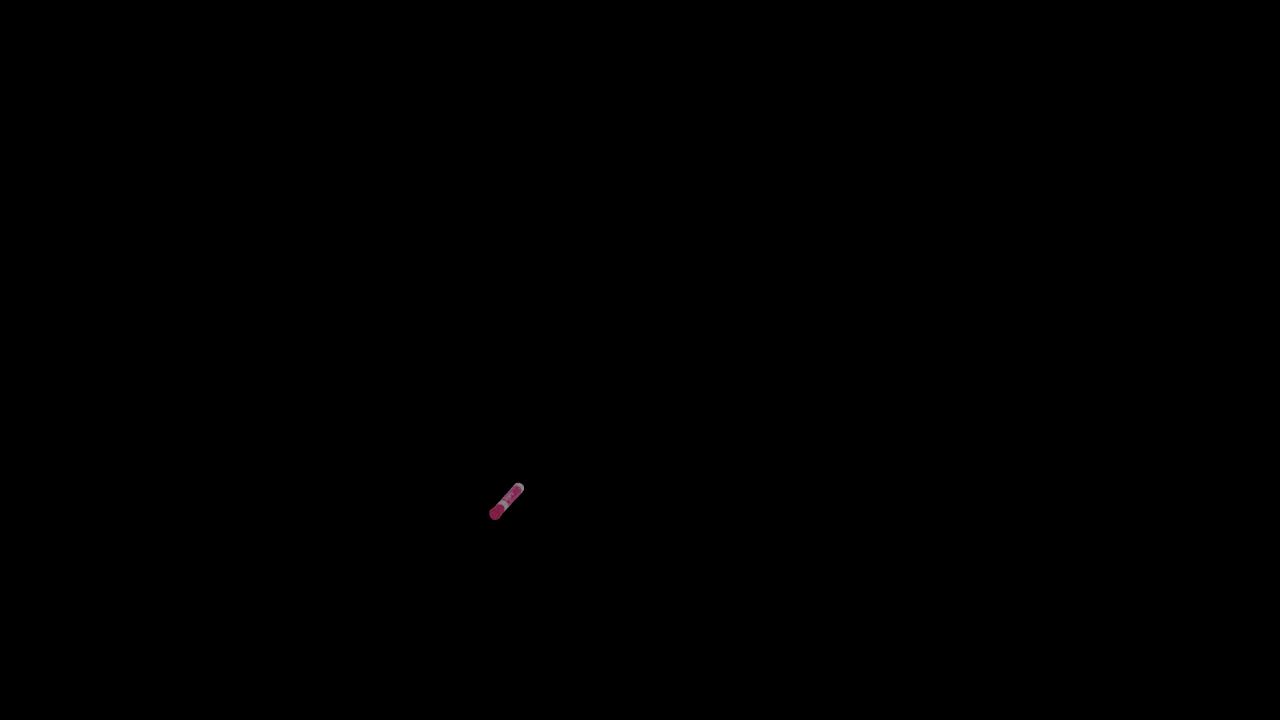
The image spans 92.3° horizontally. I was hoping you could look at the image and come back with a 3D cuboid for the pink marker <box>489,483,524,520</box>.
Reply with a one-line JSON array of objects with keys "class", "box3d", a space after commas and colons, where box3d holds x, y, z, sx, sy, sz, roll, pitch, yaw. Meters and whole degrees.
[{"class": "pink marker", "box3d": [-0.214, 0.227, 0.989, 0.020, 0.020, 0.121, 0, 9, 7]}]
